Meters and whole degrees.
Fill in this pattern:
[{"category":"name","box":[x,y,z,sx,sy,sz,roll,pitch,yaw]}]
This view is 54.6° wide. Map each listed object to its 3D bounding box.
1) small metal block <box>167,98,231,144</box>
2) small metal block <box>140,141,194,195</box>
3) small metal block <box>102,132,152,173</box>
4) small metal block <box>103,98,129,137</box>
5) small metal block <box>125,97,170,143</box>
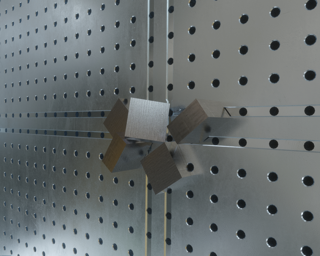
[{"category":"small metal block","box":[0.045,-0.007,0.357,0.050,0.050,0.025,-44,64,31]},{"category":"small metal block","box":[0.008,0.052,0.404,0.050,0.025,0.050,-40,66,33]},{"category":"small metal block","box":[-0.045,0.032,0.431,0.025,0.050,0.050,44,118,31]},{"category":"small metal block","box":[-0.050,-0.008,0.452,0.050,0.025,0.050,51,120,28]},{"category":"small metal block","box":[-0.017,-0.008,0.400,0.025,0.050,0.050,127,151,-79]}]
